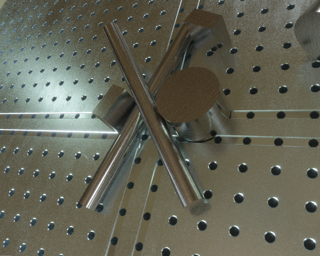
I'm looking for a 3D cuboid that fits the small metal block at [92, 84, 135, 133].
[{"bbox_3d":[-0.060,-0.025,0.439,0.025,0.050,0.050,26,76,37],"label":"small metal block"}]

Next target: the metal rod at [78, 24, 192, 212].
[{"bbox_3d":[-0.024,-0.026,0.436,0.025,0.025,0.300,17,70,35],"label":"metal rod"}]

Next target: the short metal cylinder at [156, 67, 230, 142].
[{"bbox_3d":[0.042,-0.029,0.388,0.080,0.050,0.080,-13,56,21],"label":"short metal cylinder"}]

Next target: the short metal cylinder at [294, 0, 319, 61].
[{"bbox_3d":[0.198,-0.113,0.338,0.050,0.080,0.080,-49,51,-6],"label":"short metal cylinder"}]

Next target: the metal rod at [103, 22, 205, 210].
[{"bbox_3d":[-0.020,-0.035,0.410,0.025,0.025,0.299,-30,61,9],"label":"metal rod"}]

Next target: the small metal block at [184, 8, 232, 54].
[{"bbox_3d":[0.068,-0.138,0.441,0.050,0.050,0.025,33,81,38],"label":"small metal block"}]
